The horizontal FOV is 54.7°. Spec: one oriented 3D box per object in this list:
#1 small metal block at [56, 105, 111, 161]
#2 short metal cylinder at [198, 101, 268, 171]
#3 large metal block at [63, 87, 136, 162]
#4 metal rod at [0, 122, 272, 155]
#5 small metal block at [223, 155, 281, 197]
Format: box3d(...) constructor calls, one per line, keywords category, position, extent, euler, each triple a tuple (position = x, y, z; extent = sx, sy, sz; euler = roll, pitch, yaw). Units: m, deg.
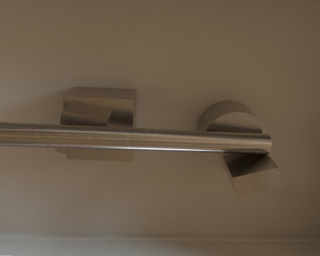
box3d(category="small metal block", position=(-0.088, 0.005, 0.357), extent=(0.050, 0.025, 0.050), euler=(12, 109, -5))
box3d(category="short metal cylinder", position=(0.092, 0.010, 0.401), extent=(0.081, 0.050, 0.079), euler=(0, 110, -1))
box3d(category="large metal block", position=(-0.073, -0.006, 0.392), extent=(0.081, 0.050, 0.079), euler=(2, 110, -2))
box3d(category="metal rod", position=(-0.024, 0.012, 0.339), extent=(0.302, 0.025, 0.025), euler=(3, 110, -10))
box3d(category="small metal block", position=(0.106, 0.051, 0.362), extent=(0.050, 0.050, 0.025), euler=(-14, 110, 4))
